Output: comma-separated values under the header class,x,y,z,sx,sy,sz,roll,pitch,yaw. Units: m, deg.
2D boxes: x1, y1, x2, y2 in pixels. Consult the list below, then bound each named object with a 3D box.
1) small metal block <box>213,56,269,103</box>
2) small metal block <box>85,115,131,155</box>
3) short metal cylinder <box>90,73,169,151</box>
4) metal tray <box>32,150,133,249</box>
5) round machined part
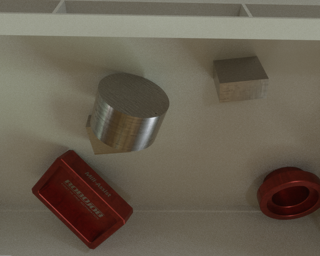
class,x,y,z,sx,sy,sz,roll,pitch,yaw
small metal block,0.088,-0.055,0.347,0.050,0.050,0.025,-5,130,4
small metal block,-0.067,0.008,0.415,0.050,0.025,0.050,-5,130,3
short metal cylinder,-0.035,-0.019,0.356,0.081,0.080,0.050,13,129,-12
metal tray,-0.115,0.107,0.456,0.130,0.030,0.090,45,118,-1
round machined part,0.201,0.098,0.485,0.099,0.042,0.097,-1,130,0
